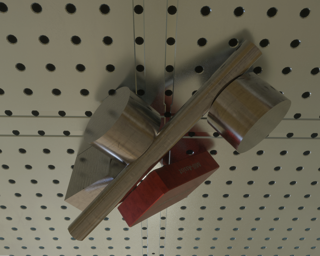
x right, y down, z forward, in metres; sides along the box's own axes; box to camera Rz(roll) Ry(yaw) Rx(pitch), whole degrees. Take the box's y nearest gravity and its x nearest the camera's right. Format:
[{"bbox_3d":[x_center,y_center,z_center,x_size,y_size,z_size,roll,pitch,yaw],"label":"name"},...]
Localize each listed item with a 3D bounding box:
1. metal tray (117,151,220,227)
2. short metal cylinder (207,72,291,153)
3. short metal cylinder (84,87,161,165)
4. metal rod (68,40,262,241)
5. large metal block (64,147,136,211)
[{"bbox_3d":[0.015,0.080,0.425,0.131,0.030,0.090,-11,148,-51],"label":"metal tray"},{"bbox_3d":[0.101,-0.017,0.356,0.080,0.050,0.080,-32,152,-19],"label":"short metal cylinder"},{"bbox_3d":[-0.045,-0.003,0.372,0.080,0.080,0.050,-36,122,26],"label":"short metal cylinder"},{"bbox_3d":[0.000,0.020,0.358,0.299,0.025,0.025,-47,119,7],"label":"metal rod"},{"bbox_3d":[-0.077,0.064,0.428,0.080,0.080,0.050,-32,123,24],"label":"large metal block"}]
